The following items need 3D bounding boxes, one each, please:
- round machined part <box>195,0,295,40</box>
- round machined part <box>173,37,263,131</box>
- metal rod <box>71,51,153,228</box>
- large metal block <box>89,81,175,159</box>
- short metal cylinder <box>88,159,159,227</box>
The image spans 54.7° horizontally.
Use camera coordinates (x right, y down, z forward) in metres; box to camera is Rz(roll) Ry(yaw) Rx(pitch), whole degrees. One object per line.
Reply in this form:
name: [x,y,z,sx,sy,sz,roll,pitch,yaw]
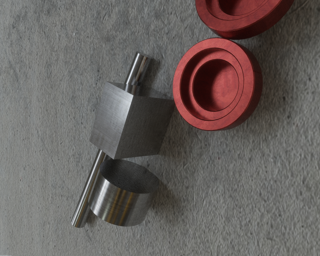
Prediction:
round machined part: [0.089,-0.134,0.312,0.098,0.042,0.098,-10,72,34]
round machined part: [0.066,-0.046,0.340,0.098,0.042,0.097,0,91,40]
metal rod: [-0.079,0.029,0.469,0.025,0.025,0.298,37,113,33]
large metal block: [-0.033,-0.010,0.397,0.050,0.081,0.079,30,109,36]
short metal cylinder: [-0.048,0.083,0.409,0.080,0.081,0.050,34,111,35]
